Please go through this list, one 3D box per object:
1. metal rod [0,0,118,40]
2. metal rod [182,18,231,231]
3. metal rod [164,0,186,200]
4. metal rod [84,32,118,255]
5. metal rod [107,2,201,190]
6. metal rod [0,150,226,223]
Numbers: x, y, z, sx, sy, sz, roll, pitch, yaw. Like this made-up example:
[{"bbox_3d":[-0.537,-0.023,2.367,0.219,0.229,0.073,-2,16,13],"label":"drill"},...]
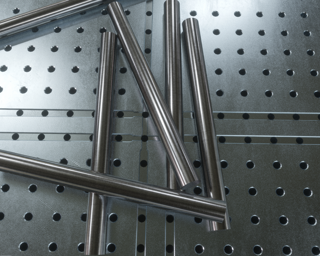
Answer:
[{"bbox_3d":[-0.146,-0.184,0.478,0.302,0.025,0.025,-22,72,-8],"label":"metal rod"},{"bbox_3d":[0.059,-0.019,0.418,0.025,0.025,0.299,-5,70,-2],"label":"metal rod"},{"bbox_3d":[0.019,-0.051,0.430,0.025,0.025,0.299,0,70,0],"label":"metal rod"},{"bbox_3d":[-0.075,0.005,0.409,0.025,0.025,0.299,0,70,0],"label":"metal rod"},{"bbox_3d":[-0.018,-0.060,0.416,0.025,0.025,0.299,-20,65,-7],"label":"metal rod"},{"bbox_3d":[-0.075,0.063,0.360,0.301,0.025,0.025,12,71,4],"label":"metal rod"}]
